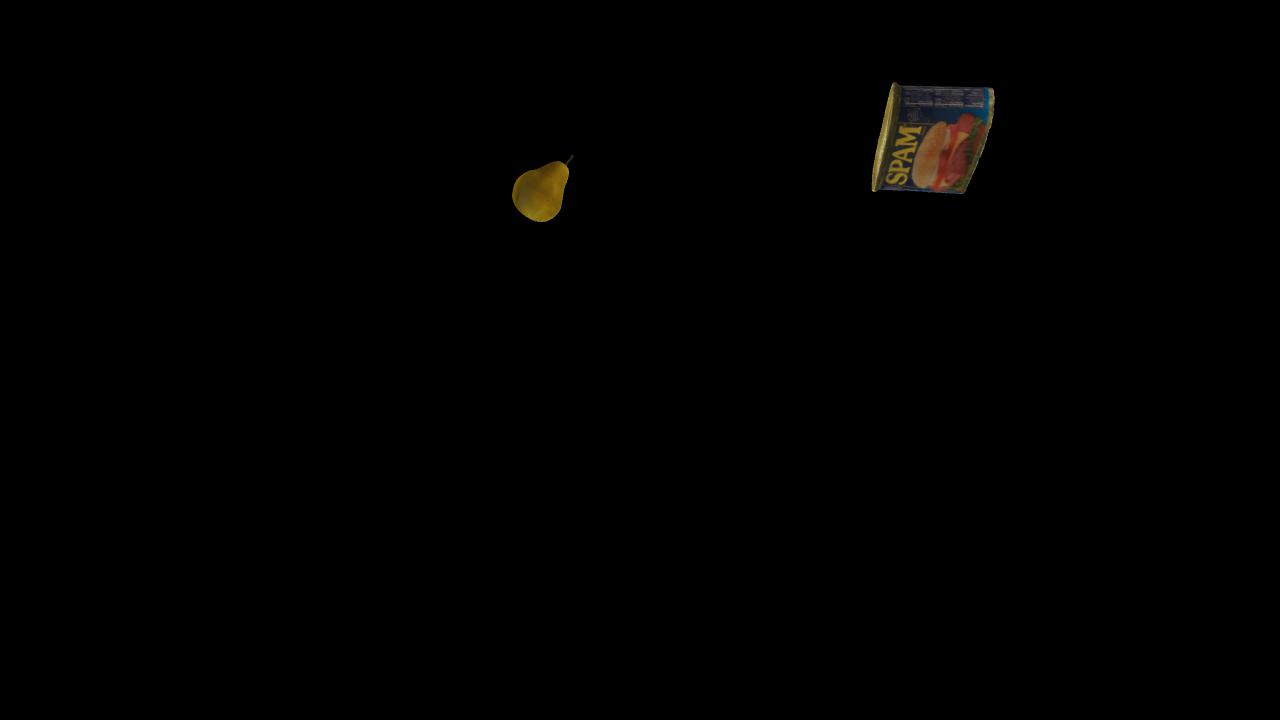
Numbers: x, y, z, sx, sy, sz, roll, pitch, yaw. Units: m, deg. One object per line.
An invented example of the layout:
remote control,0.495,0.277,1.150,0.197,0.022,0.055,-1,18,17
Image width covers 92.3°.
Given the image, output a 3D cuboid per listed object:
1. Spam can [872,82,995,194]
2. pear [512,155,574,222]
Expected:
Spam can,0.272,-0.206,0.580,0.085,0.058,0.101,7,-30,13
pear,-0.137,-0.261,0.917,0.080,0.111,0.080,38,17,-14
